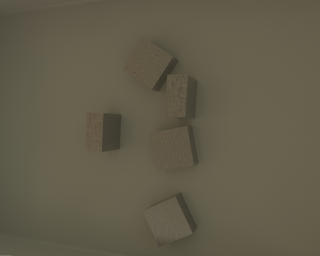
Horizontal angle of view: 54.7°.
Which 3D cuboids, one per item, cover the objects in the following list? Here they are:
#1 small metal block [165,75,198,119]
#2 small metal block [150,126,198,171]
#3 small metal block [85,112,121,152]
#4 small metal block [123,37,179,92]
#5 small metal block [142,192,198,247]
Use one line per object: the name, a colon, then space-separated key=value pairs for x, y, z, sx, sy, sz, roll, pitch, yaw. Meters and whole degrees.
small metal block: x=0.027 y=-0.038 z=0.387 sx=0.025 sy=0.050 sz=0.050 roll=4 pitch=91 yaw=20
small metal block: x=0.019 y=0.026 z=0.403 sx=0.050 sy=0.025 sz=0.050 roll=-10 pitch=87 yaw=19
small metal block: x=-0.077 y=0.005 z=0.423 sx=0.025 sy=0.050 sz=0.050 roll=3 pitch=91 yaw=20
small metal block: x=-0.012 y=-0.084 z=0.414 sx=0.050 sy=0.025 sz=0.050 roll=37 pitch=102 yaw=16
small metal block: x=0.013 y=0.119 z=0.405 sx=0.050 sy=0.025 sz=0.050 roll=-28 pitch=81 yaw=17
